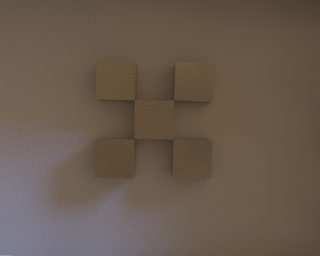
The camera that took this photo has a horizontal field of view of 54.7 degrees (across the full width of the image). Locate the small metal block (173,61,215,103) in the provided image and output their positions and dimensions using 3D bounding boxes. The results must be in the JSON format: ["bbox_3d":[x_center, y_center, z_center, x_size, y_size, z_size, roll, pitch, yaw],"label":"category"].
[{"bbox_3d":[0.044,-0.059,0.409,0.050,0.025,0.050,2,90,0],"label":"small metal block"}]

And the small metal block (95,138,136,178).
[{"bbox_3d":[-0.058,0.039,0.409,0.050,0.025,0.050,1,90,0],"label":"small metal block"}]

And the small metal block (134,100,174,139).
[{"bbox_3d":[-0.007,-0.011,0.409,0.050,0.025,0.050,1,90,0],"label":"small metal block"}]

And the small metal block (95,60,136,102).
[{"bbox_3d":[-0.057,-0.061,0.409,0.050,0.025,0.050,2,90,0],"label":"small metal block"}]

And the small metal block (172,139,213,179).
[{"bbox_3d":[0.042,0.040,0.409,0.050,0.025,0.050,1,90,0],"label":"small metal block"}]
